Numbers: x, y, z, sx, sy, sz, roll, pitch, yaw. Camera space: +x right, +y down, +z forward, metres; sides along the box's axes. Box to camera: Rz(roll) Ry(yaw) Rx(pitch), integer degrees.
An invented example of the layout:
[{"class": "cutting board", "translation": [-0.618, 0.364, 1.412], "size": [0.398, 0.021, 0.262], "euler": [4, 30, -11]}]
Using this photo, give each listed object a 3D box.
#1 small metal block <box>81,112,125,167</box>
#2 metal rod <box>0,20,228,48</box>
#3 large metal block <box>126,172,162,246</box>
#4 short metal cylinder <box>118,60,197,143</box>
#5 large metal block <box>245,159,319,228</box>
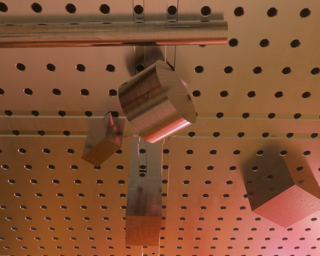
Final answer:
[{"class": "small metal block", "translation": [-0.074, 0.015, 0.407], "size": [0.025, 0.050, 0.050], "euler": [36, 121, -27]}, {"class": "metal rod", "translation": [-0.082, -0.098, 0.326], "size": [0.302, 0.025, 0.025], "euler": [-1, 130, 0]}, {"class": "large metal block", "translation": [-0.025, 0.126, 0.482], "size": [0.050, 0.080, 0.079], "euler": [3, 130, -3]}, {"class": "short metal cylinder", "translation": [-0.001, -0.029, 0.351], "size": [0.050, 0.080, 0.080], "euler": [-29, 125, 22]}, {"class": "large metal block", "translation": [0.197, 0.105, 0.488], "size": [0.080, 0.050, 0.080], "euler": [30, 124, -23]}]
